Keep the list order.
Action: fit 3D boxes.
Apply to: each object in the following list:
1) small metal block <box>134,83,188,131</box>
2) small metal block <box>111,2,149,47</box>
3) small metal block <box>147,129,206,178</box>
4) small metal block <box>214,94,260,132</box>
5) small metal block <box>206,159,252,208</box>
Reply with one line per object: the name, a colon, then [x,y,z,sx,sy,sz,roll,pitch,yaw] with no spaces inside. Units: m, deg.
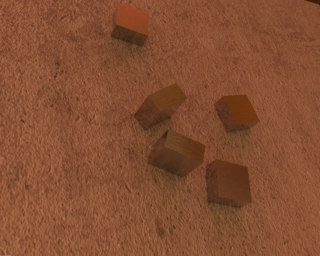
small metal block: [0.000,-0.028,0.404,0.050,0.050,0.025,-29,78,-37]
small metal block: [-0.045,-0.159,0.476,0.050,0.025,0.050,14,56,-21]
small metal block: [0.019,0.032,0.378,0.050,0.050,0.025,24,53,-14]
small metal block: [0.120,-0.024,0.482,0.050,0.025,0.050,-7,65,-31]
small metal block: [0.090,0.073,0.407,0.050,0.025,0.050,15,56,-20]
